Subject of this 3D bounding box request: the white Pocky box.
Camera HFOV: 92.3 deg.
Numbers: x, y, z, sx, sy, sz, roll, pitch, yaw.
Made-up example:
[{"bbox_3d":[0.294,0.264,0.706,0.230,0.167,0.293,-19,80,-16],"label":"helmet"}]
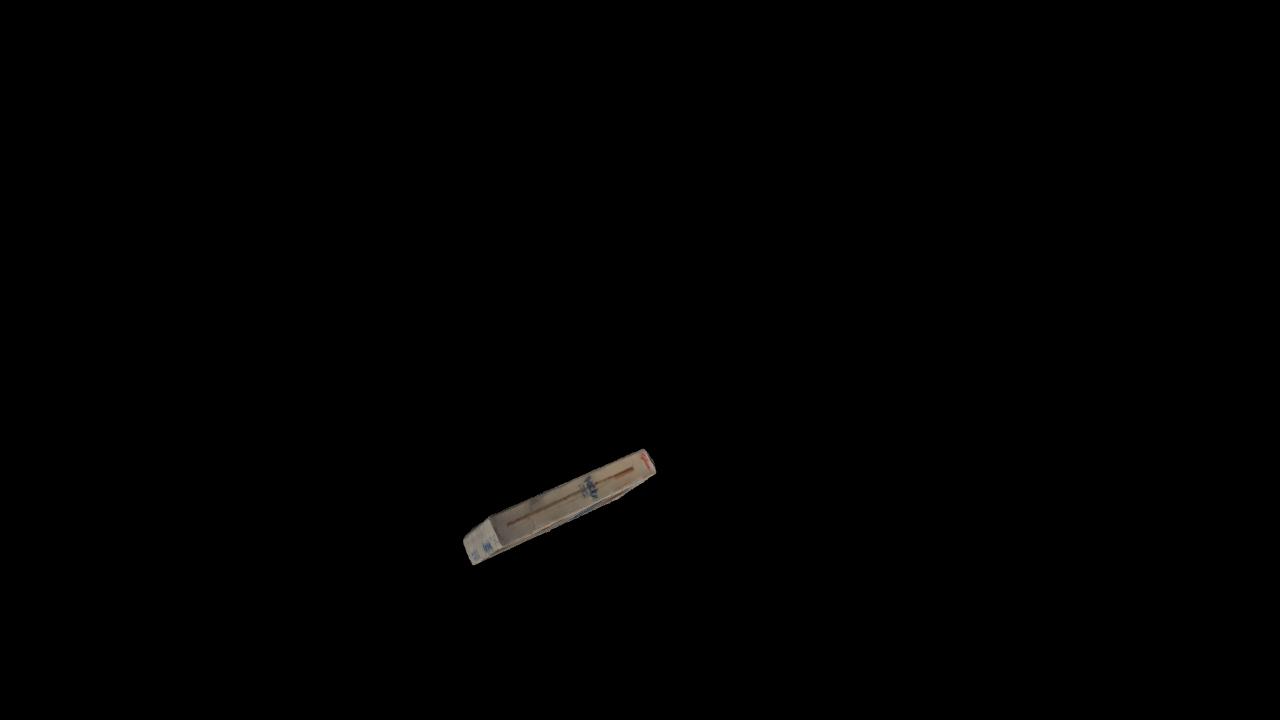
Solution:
[{"bbox_3d":[-0.067,0.124,0.523,0.154,0.028,0.084,-17,-17,-37],"label":"white Pocky box"}]
